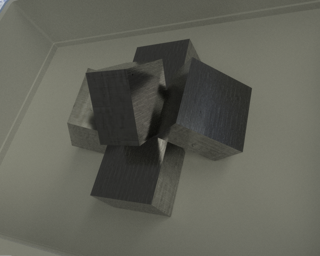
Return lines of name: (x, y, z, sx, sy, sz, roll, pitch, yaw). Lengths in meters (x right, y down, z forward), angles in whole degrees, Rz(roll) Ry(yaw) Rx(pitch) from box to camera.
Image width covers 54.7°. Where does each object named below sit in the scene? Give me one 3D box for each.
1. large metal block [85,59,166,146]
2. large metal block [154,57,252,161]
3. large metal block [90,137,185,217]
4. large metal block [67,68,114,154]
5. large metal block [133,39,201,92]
large metal block: (-0.032, -0.032, 0.354, 0.050, 0.079, 0.080, 0, 18, 27)
large metal block: (0.049, -0.018, 0.345, 0.050, 0.080, 0.080, -33, 38, 60)
large metal block: (-0.024, 0.054, 0.368, 0.080, 0.050, 0.080, 1, 62, 28)
large metal block: (-0.083, -0.019, 0.415, 0.050, 0.080, 0.080, 15, 65, -5)
large metal block: (0.006, -0.069, 0.424, 0.080, 0.050, 0.080, -1, 61, 27)
